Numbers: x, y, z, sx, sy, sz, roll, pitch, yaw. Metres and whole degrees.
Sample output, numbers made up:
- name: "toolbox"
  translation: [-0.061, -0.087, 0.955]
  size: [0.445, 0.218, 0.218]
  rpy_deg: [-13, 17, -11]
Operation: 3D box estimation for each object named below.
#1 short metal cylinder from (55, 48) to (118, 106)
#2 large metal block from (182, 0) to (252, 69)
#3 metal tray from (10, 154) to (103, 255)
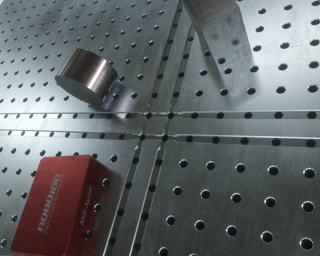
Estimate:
- name: "short metal cylinder"
  translation: [-0.112, -0.077, 0.477]
  size: [0.080, 0.080, 0.050]
  rpy_deg: [14, 69, 33]
- name: "large metal block"
  translation: [0.076, -0.142, 0.420]
  size: [0.050, 0.080, 0.080]
  rpy_deg: [-28, 52, 10]
- name: "metal tray"
  translation: [-0.134, 0.102, 0.411]
  size: [0.090, 0.030, 0.130]
  rpy_deg: [-5, 59, 25]
